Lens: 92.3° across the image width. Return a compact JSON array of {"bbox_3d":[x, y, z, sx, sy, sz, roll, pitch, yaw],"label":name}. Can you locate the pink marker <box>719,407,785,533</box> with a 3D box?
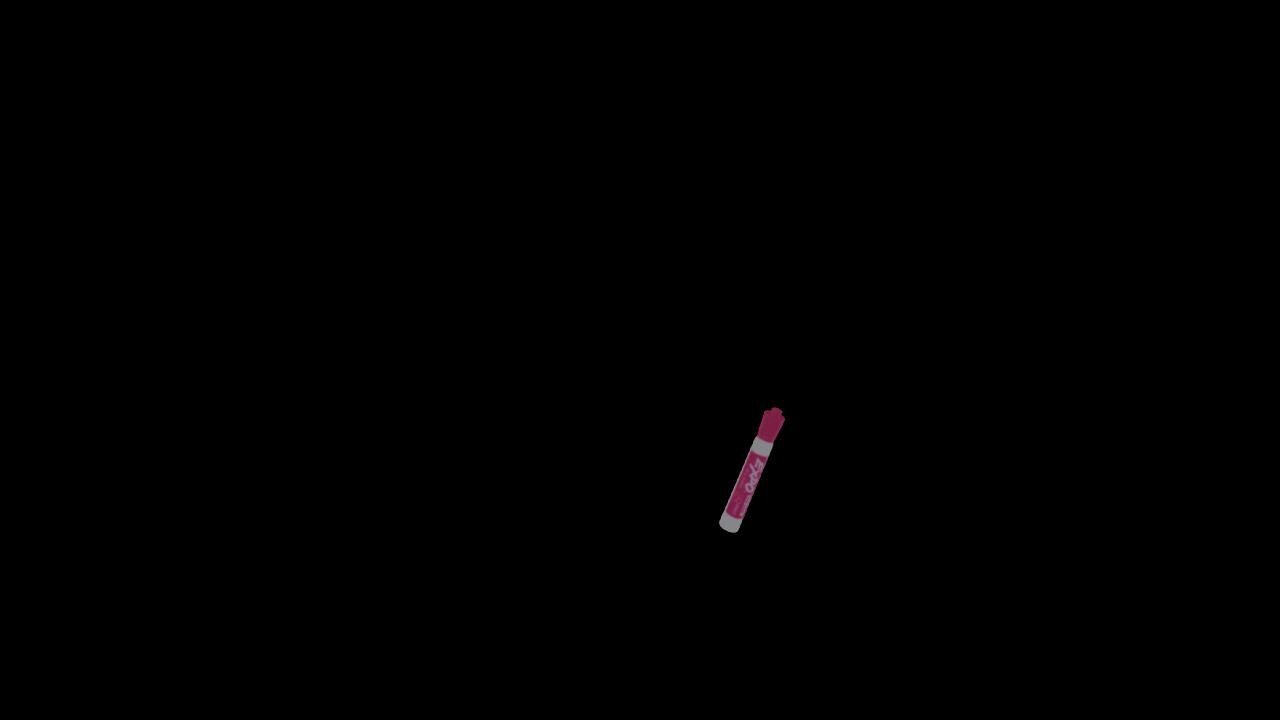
[{"bbox_3d":[0.099,0.097,0.542,0.020,0.121,0.020,17,17,-5],"label":"pink marker"}]
